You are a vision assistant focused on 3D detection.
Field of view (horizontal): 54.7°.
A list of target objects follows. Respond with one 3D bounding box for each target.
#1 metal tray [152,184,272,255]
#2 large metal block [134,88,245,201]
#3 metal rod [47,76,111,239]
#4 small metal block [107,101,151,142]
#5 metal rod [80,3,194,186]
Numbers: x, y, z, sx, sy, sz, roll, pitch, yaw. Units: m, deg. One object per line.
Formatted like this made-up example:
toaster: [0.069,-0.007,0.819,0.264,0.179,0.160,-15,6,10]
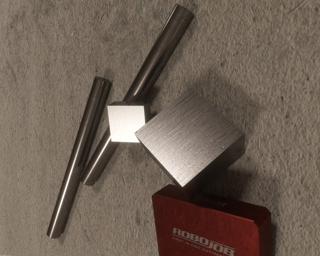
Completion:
metal tray: [0.054,0.120,0.342,0.130,0.030,0.089,6,108,39]
large metal block: [0.033,0.017,0.335,0.080,0.050,0.080,-39,60,-9]
metal rod: [-0.140,0.058,0.516,0.025,0.025,0.298,33,110,34]
small metal block: [-0.040,-0.009,0.416,0.050,0.025,0.050,1,108,16]
metal rod: [-0.043,-0.031,0.438,0.025,0.025,0.298,47,118,29]
